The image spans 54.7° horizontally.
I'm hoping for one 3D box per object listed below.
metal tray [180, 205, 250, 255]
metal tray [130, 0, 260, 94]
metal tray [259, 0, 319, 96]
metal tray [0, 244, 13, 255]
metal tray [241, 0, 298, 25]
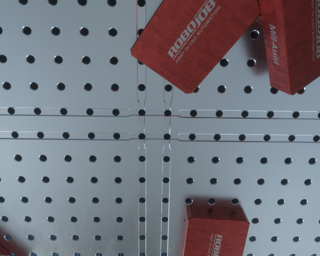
[{"bbox_3d":[0.080,0.186,0.481,0.091,0.030,0.129,4,110,-2],"label":"metal tray"},{"bbox_3d":[0.038,-0.113,0.352,0.090,0.030,0.129,34,121,-11],"label":"metal tray"},{"bbox_3d":[0.156,-0.111,0.333,0.090,0.030,0.130,-34,130,-12],"label":"metal tray"},{"bbox_3d":[-0.295,0.207,0.482,0.090,0.030,0.130,-34,107,11],"label":"metal tray"},{"bbox_3d":[0.138,-0.187,0.343,0.090,0.030,0.129,31,107,-11],"label":"metal tray"}]
